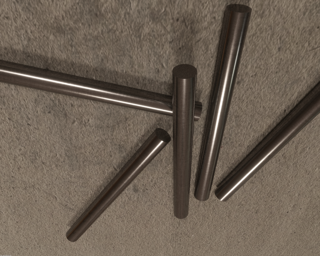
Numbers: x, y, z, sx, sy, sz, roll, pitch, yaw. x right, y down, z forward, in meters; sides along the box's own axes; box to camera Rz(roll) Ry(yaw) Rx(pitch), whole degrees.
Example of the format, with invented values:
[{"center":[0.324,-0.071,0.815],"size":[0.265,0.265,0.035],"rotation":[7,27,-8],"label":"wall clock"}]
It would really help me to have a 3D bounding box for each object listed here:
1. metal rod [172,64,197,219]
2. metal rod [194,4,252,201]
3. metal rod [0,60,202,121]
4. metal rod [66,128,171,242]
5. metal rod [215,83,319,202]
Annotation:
[{"center":[0.031,0.044,0.422],"size":[0.025,0.025,0.298],"rotation":[-2,137,1],"label":"metal rod"},{"center":[0.073,-0.005,0.403],"size":[0.025,0.025,0.298],"rotation":[1,130,-2],"label":"metal rod"},{"center":[-0.097,-0.049,0.364],"size":[0.302,0.025,0.025],"rotation":[11,129,-10],"label":"metal rod"},{"center":[-0.079,0.104,0.494],"size":[0.025,0.025,0.298],"rotation":[27,125,-21],"label":"metal rod"},{"center":[0.167,0.007,0.415],"size":[0.025,0.025,0.298],"rotation":[21,127,-17],"label":"metal rod"}]
